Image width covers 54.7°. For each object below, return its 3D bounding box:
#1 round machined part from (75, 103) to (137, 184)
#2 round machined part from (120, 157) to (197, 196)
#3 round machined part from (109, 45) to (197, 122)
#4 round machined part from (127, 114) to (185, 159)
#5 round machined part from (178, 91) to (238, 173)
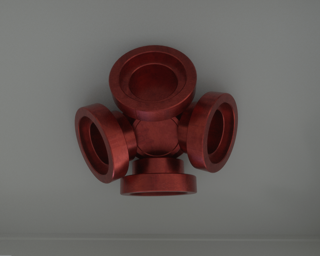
[{"bbox_3d":[-0.065,0.016,0.386,0.042,0.098,0.097,-21,114,-33],"label":"round machined part"},{"bbox_3d":[-0.002,0.065,0.404,0.099,0.098,0.042,-1,74,0],"label":"round machined part"},{"bbox_3d":[-0.007,-0.047,0.363,0.099,0.098,0.042,-3,148,1],"label":"round machined part"},{"bbox_3d":[-0.004,0.002,0.401,0.099,0.042,0.097,0,110,-1],"label":"round machined part"},{"bbox_3d":[0.057,0.003,0.383,0.042,0.099,0.097,12,115,34],"label":"round machined part"}]
